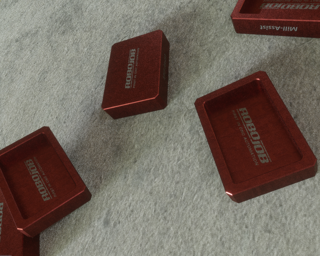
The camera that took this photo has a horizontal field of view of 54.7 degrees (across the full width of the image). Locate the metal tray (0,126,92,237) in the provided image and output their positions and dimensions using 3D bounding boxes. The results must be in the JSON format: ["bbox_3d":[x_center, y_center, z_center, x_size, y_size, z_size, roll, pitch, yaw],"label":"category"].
[{"bbox_3d":[-0.163,0.066,0.416,0.090,0.030,0.130,-32,56,-17],"label":"metal tray"}]

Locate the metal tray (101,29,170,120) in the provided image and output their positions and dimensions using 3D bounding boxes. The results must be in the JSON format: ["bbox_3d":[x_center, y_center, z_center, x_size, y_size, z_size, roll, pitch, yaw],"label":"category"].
[{"bbox_3d":[-0.034,-0.082,0.467,0.090,0.030,0.130,-10,57,22],"label":"metal tray"}]

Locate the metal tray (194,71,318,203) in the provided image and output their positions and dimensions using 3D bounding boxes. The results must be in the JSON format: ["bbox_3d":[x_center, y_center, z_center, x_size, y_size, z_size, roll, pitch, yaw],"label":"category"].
[{"bbox_3d":[0.100,0.006,0.343,0.090,0.030,0.130,-24,53,13],"label":"metal tray"}]

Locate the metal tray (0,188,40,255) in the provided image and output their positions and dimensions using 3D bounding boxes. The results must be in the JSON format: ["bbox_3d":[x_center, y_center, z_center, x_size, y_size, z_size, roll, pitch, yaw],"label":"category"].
[{"bbox_3d":[-0.210,0.142,0.422,0.090,0.030,0.130,-25,53,12],"label":"metal tray"}]

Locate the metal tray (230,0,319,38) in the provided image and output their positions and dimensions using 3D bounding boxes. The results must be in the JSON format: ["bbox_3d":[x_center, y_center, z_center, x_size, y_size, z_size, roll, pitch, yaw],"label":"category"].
[{"bbox_3d":[0.172,-0.167,0.411,0.130,0.030,0.090,16,70,34],"label":"metal tray"}]
